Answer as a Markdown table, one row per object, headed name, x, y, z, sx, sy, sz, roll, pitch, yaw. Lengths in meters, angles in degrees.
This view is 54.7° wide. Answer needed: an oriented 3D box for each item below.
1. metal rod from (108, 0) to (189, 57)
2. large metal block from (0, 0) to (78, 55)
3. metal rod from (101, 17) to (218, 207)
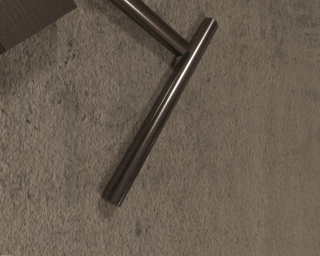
| name | x | y | z | sx | sy | sz | roll | pitch | yaw |
| --- | --- | --- | --- | --- | --- | --- | --- | --- | --- |
| metal rod | -0.074 | -0.172 | 0.343 | 0.301 | 0.025 | 0.025 | 31 | 71 | -36 |
| large metal block | -0.137 | -0.119 | 0.274 | 0.080 | 0.050 | 0.080 | -48 | 119 | -30 |
| metal rod | 0.010 | -0.036 | 0.414 | 0.025 | 0.025 | 0.300 | 43 | 64 | -32 |
